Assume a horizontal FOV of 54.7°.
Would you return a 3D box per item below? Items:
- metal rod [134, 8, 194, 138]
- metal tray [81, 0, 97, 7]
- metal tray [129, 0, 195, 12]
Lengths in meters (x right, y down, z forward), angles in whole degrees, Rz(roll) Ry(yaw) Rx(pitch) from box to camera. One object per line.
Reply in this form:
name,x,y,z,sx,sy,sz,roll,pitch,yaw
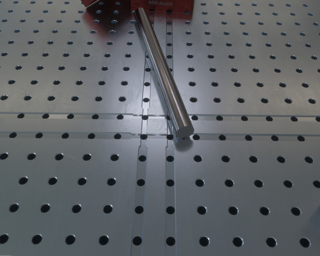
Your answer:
metal rod,-0.002,-0.106,0.496,0.025,0.025,0.300,-10,51,-9
metal tray,-0.096,-0.298,0.621,0.090,0.030,0.131,-8,33,50
metal tray,0.008,-0.281,0.640,0.131,0.030,0.090,7,50,5
